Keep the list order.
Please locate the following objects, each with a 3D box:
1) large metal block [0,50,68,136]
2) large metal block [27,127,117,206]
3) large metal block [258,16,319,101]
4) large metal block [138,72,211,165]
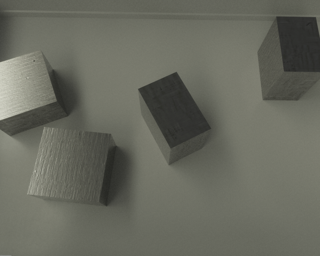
[{"bbox_3d":[-0.179,-0.046,0.411,0.080,0.050,0.080,-20,72,-8],"label":"large metal block"},{"bbox_3d":[-0.102,0.048,0.377,0.080,0.050,0.080,6,70,2],"label":"large metal block"},{"bbox_3d":[0.172,-0.090,0.416,0.050,0.080,0.080,1,70,0],"label":"large metal block"},{"bbox_3d":[0.015,-0.009,0.384,0.050,0.080,0.080,-26,72,-9],"label":"large metal block"}]
